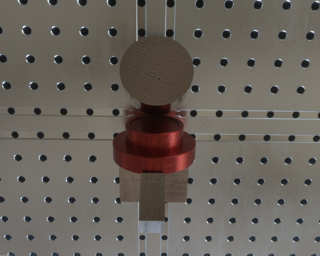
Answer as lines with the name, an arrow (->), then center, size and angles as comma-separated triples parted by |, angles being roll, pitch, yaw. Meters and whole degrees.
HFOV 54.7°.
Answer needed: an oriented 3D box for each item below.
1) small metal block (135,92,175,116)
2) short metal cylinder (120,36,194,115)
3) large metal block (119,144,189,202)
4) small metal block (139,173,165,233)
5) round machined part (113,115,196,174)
small metal block -> -0.007, -0.025, 0.403 | 0.050, 0.025, 0.050 | 1, 110, -1
short metal cylinder -> -0.004, -0.059, 0.360 | 0.081, 0.050, 0.080 | 0, 80, -1
large metal block -> -0.008, 0.052, 0.402 | 0.081, 0.080, 0.050 | 1, 110, -1
small metal block -> -0.008, 0.082, 0.333 | 0.025, 0.050, 0.050 | 1, 148, -1
round machined part -> -0.006, 0.014, 0.368 | 0.099, 0.098, 0.042 | 1, 110, -1
